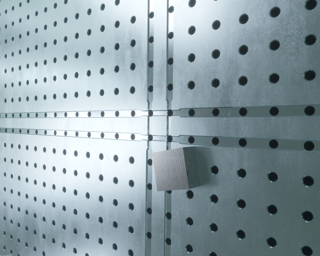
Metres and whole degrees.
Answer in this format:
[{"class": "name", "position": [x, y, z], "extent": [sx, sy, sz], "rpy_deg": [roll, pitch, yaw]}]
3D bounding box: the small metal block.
[{"class": "small metal block", "position": [0.020, 0.052, 0.394], "extent": [0.050, 0.025, 0.050], "rpy_deg": [-14, 81, 39]}]
